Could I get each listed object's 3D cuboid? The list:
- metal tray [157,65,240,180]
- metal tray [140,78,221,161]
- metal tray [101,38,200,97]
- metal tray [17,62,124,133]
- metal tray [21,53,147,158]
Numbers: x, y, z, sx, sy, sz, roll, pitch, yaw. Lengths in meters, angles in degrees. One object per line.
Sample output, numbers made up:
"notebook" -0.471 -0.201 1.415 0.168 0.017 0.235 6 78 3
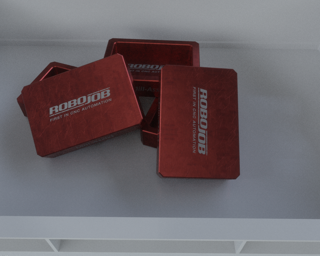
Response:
"metal tray" 0.044 -0.006 0.363 0.091 0.030 0.129 3 78 -6
"metal tray" 0.038 -0.024 0.420 0.090 0.030 0.130 15 51 12
"metal tray" -0.011 -0.085 0.431 0.131 0.030 0.090 3 50 2
"metal tray" -0.115 -0.042 0.432 0.131 0.030 0.090 15 52 12
"metal tray" -0.092 -0.025 0.376 0.131 0.030 0.090 -19 81 4
